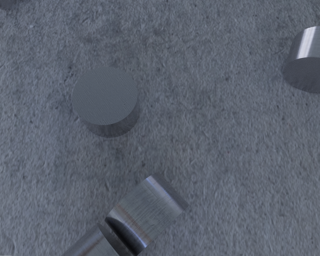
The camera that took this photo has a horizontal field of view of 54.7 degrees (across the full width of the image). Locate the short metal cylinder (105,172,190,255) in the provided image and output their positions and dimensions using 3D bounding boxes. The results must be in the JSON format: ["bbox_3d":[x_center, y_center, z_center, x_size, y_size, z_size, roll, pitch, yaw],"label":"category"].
[{"bbox_3d":[-0.014,0.095,0.344,0.080,0.080,0.050,-41,75,-14],"label":"short metal cylinder"}]

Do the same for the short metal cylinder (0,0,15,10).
[{"bbox_3d":[-0.248,-0.224,0.458,0.080,0.080,0.050,18,71,6],"label":"short metal cylinder"}]

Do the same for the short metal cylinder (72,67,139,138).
[{"bbox_3d":[-0.068,-0.033,0.406,0.081,0.050,0.080,0,70,0],"label":"short metal cylinder"}]

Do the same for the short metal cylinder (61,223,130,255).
[{"bbox_3d":[-0.059,0.148,0.324,0.050,0.080,0.080,-41,76,-14],"label":"short metal cylinder"}]

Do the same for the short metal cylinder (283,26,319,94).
[{"bbox_3d":[0.213,-0.089,0.414,0.080,0.080,0.050,21,71,7],"label":"short metal cylinder"}]
